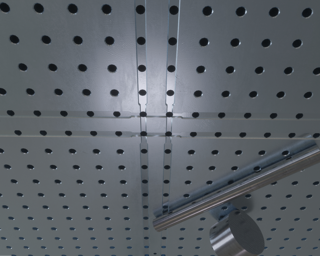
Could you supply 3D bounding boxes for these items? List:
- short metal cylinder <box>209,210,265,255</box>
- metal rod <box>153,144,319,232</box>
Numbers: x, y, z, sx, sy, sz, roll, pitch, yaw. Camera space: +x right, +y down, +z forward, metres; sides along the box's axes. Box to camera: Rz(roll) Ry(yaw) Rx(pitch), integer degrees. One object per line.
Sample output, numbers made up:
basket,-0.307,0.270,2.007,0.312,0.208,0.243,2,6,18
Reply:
short metal cylinder,0.134,0.192,0.540,0.080,0.080,0.050,26,125,-21
metal rod,0.113,0.105,0.502,0.300,0.025,0.025,-31,124,23
